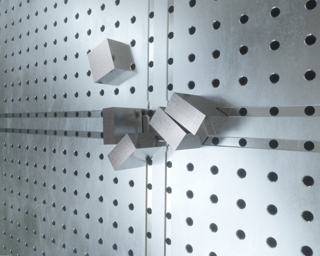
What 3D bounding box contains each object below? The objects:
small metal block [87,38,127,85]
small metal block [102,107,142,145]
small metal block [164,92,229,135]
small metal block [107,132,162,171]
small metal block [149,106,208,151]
[{"bbox_3d":[-0.082,-0.102,0.479,0.050,0.025,0.050,-25,74,37],"label":"small metal block"},{"bbox_3d":[-0.052,-0.003,0.437,0.025,0.050,0.050,-4,87,43],"label":"small metal block"},{"bbox_3d":[0.042,-0.016,0.359,0.050,0.050,0.025,41,115,32],"label":"small metal block"},{"bbox_3d":[-0.035,0.032,0.423,0.050,0.050,0.025,-46,63,30],"label":"small metal block"},{"bbox_3d":[0.024,0.000,0.374,0.050,0.050,0.025,46,118,30],"label":"small metal block"}]
